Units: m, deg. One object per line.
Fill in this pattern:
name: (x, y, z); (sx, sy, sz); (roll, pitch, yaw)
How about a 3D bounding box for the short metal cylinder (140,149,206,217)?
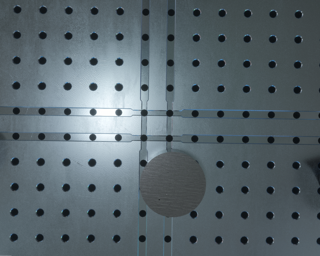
short metal cylinder: (0.016, 0.069, 0.401); (0.081, 0.050, 0.079); (0, 90, 0)
